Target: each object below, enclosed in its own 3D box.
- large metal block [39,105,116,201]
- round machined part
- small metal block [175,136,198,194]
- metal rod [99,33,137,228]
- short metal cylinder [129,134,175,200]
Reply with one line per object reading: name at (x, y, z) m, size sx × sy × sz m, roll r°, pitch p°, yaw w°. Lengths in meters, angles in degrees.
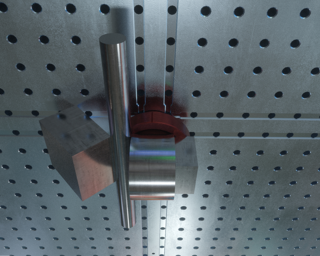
large metal block at (-0.103, 0.031, 0.392) m, size 0.050 × 0.080 × 0.079 m, roll -29°, pitch 139°, yaw -31°
round machined part at (-0.009, 0.016, 0.413) m, size 0.099 × 0.042 × 0.097 m, roll -1°, pitch 130°, yaw 0°
small metal block at (0.029, 0.045, 0.379) m, size 0.025 × 0.050 × 0.050 m, roll 1°, pitch 130°, yaw -1°
metal rod at (-0.046, 0.031, 0.383) m, size 0.025 × 0.025 × 0.298 m, roll 0°, pitch 130°, yaw -1°
short metal cylinder at (-0.009, 0.047, 0.376) m, size 0.050 × 0.080 × 0.079 m, roll 1°, pitch 130°, yaw -1°
